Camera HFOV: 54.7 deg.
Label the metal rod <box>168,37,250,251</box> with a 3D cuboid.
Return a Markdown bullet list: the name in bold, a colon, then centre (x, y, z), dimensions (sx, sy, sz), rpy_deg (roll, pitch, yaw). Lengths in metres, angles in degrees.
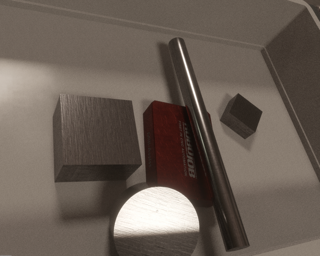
- **metal rod**: centre (0.053, -0.002, 0.394), dimensions (0.025, 0.025, 0.299), rpy_deg (5, 55, -26)

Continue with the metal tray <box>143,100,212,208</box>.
- **metal tray**: centre (0.028, 0.033, 0.399), dimensions (0.091, 0.030, 0.130), rpy_deg (10, 57, -24)

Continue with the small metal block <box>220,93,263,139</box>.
- **small metal block**: centre (0.129, -0.019, 0.489), dimensions (0.050, 0.025, 0.050), rpy_deg (37, 51, -4)

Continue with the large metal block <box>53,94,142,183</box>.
- **large metal block**: centre (-0.072, 0.013, 0.344), dimensions (0.081, 0.050, 0.080), rpy_deg (3, 60, -27)

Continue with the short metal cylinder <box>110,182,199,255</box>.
- **short metal cylinder**: centre (-0.008, 0.096, 0.308), dimensions (0.081, 0.050, 0.080), rpy_deg (1, 85, -14)
